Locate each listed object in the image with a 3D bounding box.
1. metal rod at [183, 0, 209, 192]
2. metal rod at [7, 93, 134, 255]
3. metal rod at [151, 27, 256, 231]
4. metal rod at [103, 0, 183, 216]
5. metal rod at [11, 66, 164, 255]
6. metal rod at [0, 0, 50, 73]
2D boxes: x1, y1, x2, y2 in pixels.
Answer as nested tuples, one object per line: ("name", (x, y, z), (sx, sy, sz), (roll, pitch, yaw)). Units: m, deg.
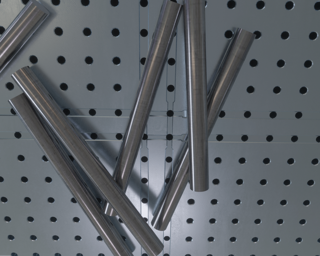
("metal rod", (0.043, -0.066, 0.372), (0.025, 0.025, 0.298), (-3, 104, 1))
("metal rod", (-0.117, 0.085, 0.443), (0.025, 0.025, 0.299), (-25, 108, 9))
("metal rod", (0.051, 0.015, 0.419), (0.025, 0.025, 0.298), (19, 109, -7))
("metal rod", (-0.028, -0.012, 0.408), (0.025, 0.025, 0.298), (16, 109, -6))
("metal rod", (-0.090, 0.051, 0.410), (0.025, 0.025, 0.299), (-33, 99, 11))
("metal rod", (-0.246, -0.042, 0.395), (0.299, 0.025, 0.025), (-43, 105, 14))
